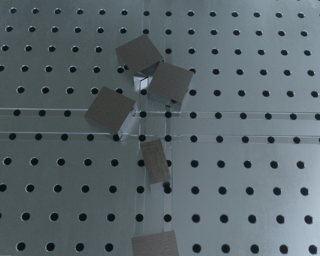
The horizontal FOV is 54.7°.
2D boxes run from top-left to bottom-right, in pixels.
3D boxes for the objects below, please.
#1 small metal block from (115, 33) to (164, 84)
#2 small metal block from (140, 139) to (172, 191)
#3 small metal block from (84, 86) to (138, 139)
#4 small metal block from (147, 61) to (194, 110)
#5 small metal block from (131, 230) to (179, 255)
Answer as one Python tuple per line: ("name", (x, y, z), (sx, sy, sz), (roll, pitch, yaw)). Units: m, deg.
("small metal block", (-0.029, -0.101, 0.448), (0.050, 0.025, 0.050), (-31, 73, -11))
("small metal block", (-0.005, 0.047, 0.381), (0.025, 0.050, 0.050), (-14, 71, -5))
("small metal block", (-0.065, -0.021, 0.419), (0.050, 0.025, 0.050), (26, 72, 8))
("small metal block", (0.015, -0.060, 0.434), (0.050, 0.025, 0.050), (20, 71, 7))
("small metal block", (-0.004, 0.149, 0.357), (0.050, 0.025, 0.050), (-9, 70, -4))
